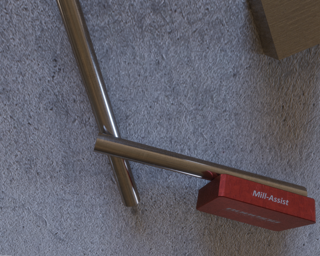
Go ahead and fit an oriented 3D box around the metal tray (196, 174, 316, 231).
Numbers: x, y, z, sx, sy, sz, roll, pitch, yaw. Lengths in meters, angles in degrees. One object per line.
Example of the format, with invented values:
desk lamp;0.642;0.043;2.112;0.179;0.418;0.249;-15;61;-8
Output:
metal tray;0.125;0.104;0.419;0.131;0.030;0.090;17;152;-7

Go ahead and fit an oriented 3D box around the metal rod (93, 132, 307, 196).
metal rod;0.063;0.057;0.417;0.302;0.025;0.025;16;109;-12

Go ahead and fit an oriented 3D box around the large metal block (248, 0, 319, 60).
large metal block;0.153;-0.133;0.350;0.080;0.050;0.080;-22;109;7

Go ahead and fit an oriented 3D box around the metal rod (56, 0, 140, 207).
metal rod;-0.076;-0.029;0.397;0.025;0.025;0.298;-13;110;4
